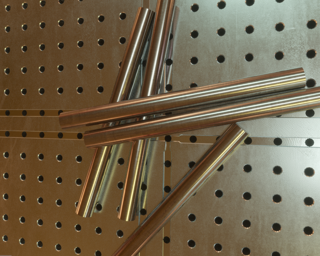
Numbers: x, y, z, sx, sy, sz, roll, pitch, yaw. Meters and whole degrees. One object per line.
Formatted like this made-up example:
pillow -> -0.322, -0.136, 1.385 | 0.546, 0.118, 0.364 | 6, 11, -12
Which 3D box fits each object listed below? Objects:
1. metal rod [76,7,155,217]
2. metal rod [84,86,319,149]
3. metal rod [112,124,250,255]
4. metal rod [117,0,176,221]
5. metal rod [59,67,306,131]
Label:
metal rod -> -0.064, -0.017, 0.433 | 0.025, 0.025, 0.298 | 20, 97, 18
metal rod -> 0.050, -0.011, 0.376 | 0.301, 0.025, 0.025 | -11, 87, 12
metal rod -> 0.005, 0.111, 0.409 | 0.025, 0.025, 0.299 | 44, 103, 14
metal rod -> -0.018, -0.023, 0.418 | 0.025, 0.025, 0.298 | 12, 94, 19
metal rod -> 0.018, -0.033, 0.384 | 0.301, 0.025, 0.025 | -10, 87, 11
